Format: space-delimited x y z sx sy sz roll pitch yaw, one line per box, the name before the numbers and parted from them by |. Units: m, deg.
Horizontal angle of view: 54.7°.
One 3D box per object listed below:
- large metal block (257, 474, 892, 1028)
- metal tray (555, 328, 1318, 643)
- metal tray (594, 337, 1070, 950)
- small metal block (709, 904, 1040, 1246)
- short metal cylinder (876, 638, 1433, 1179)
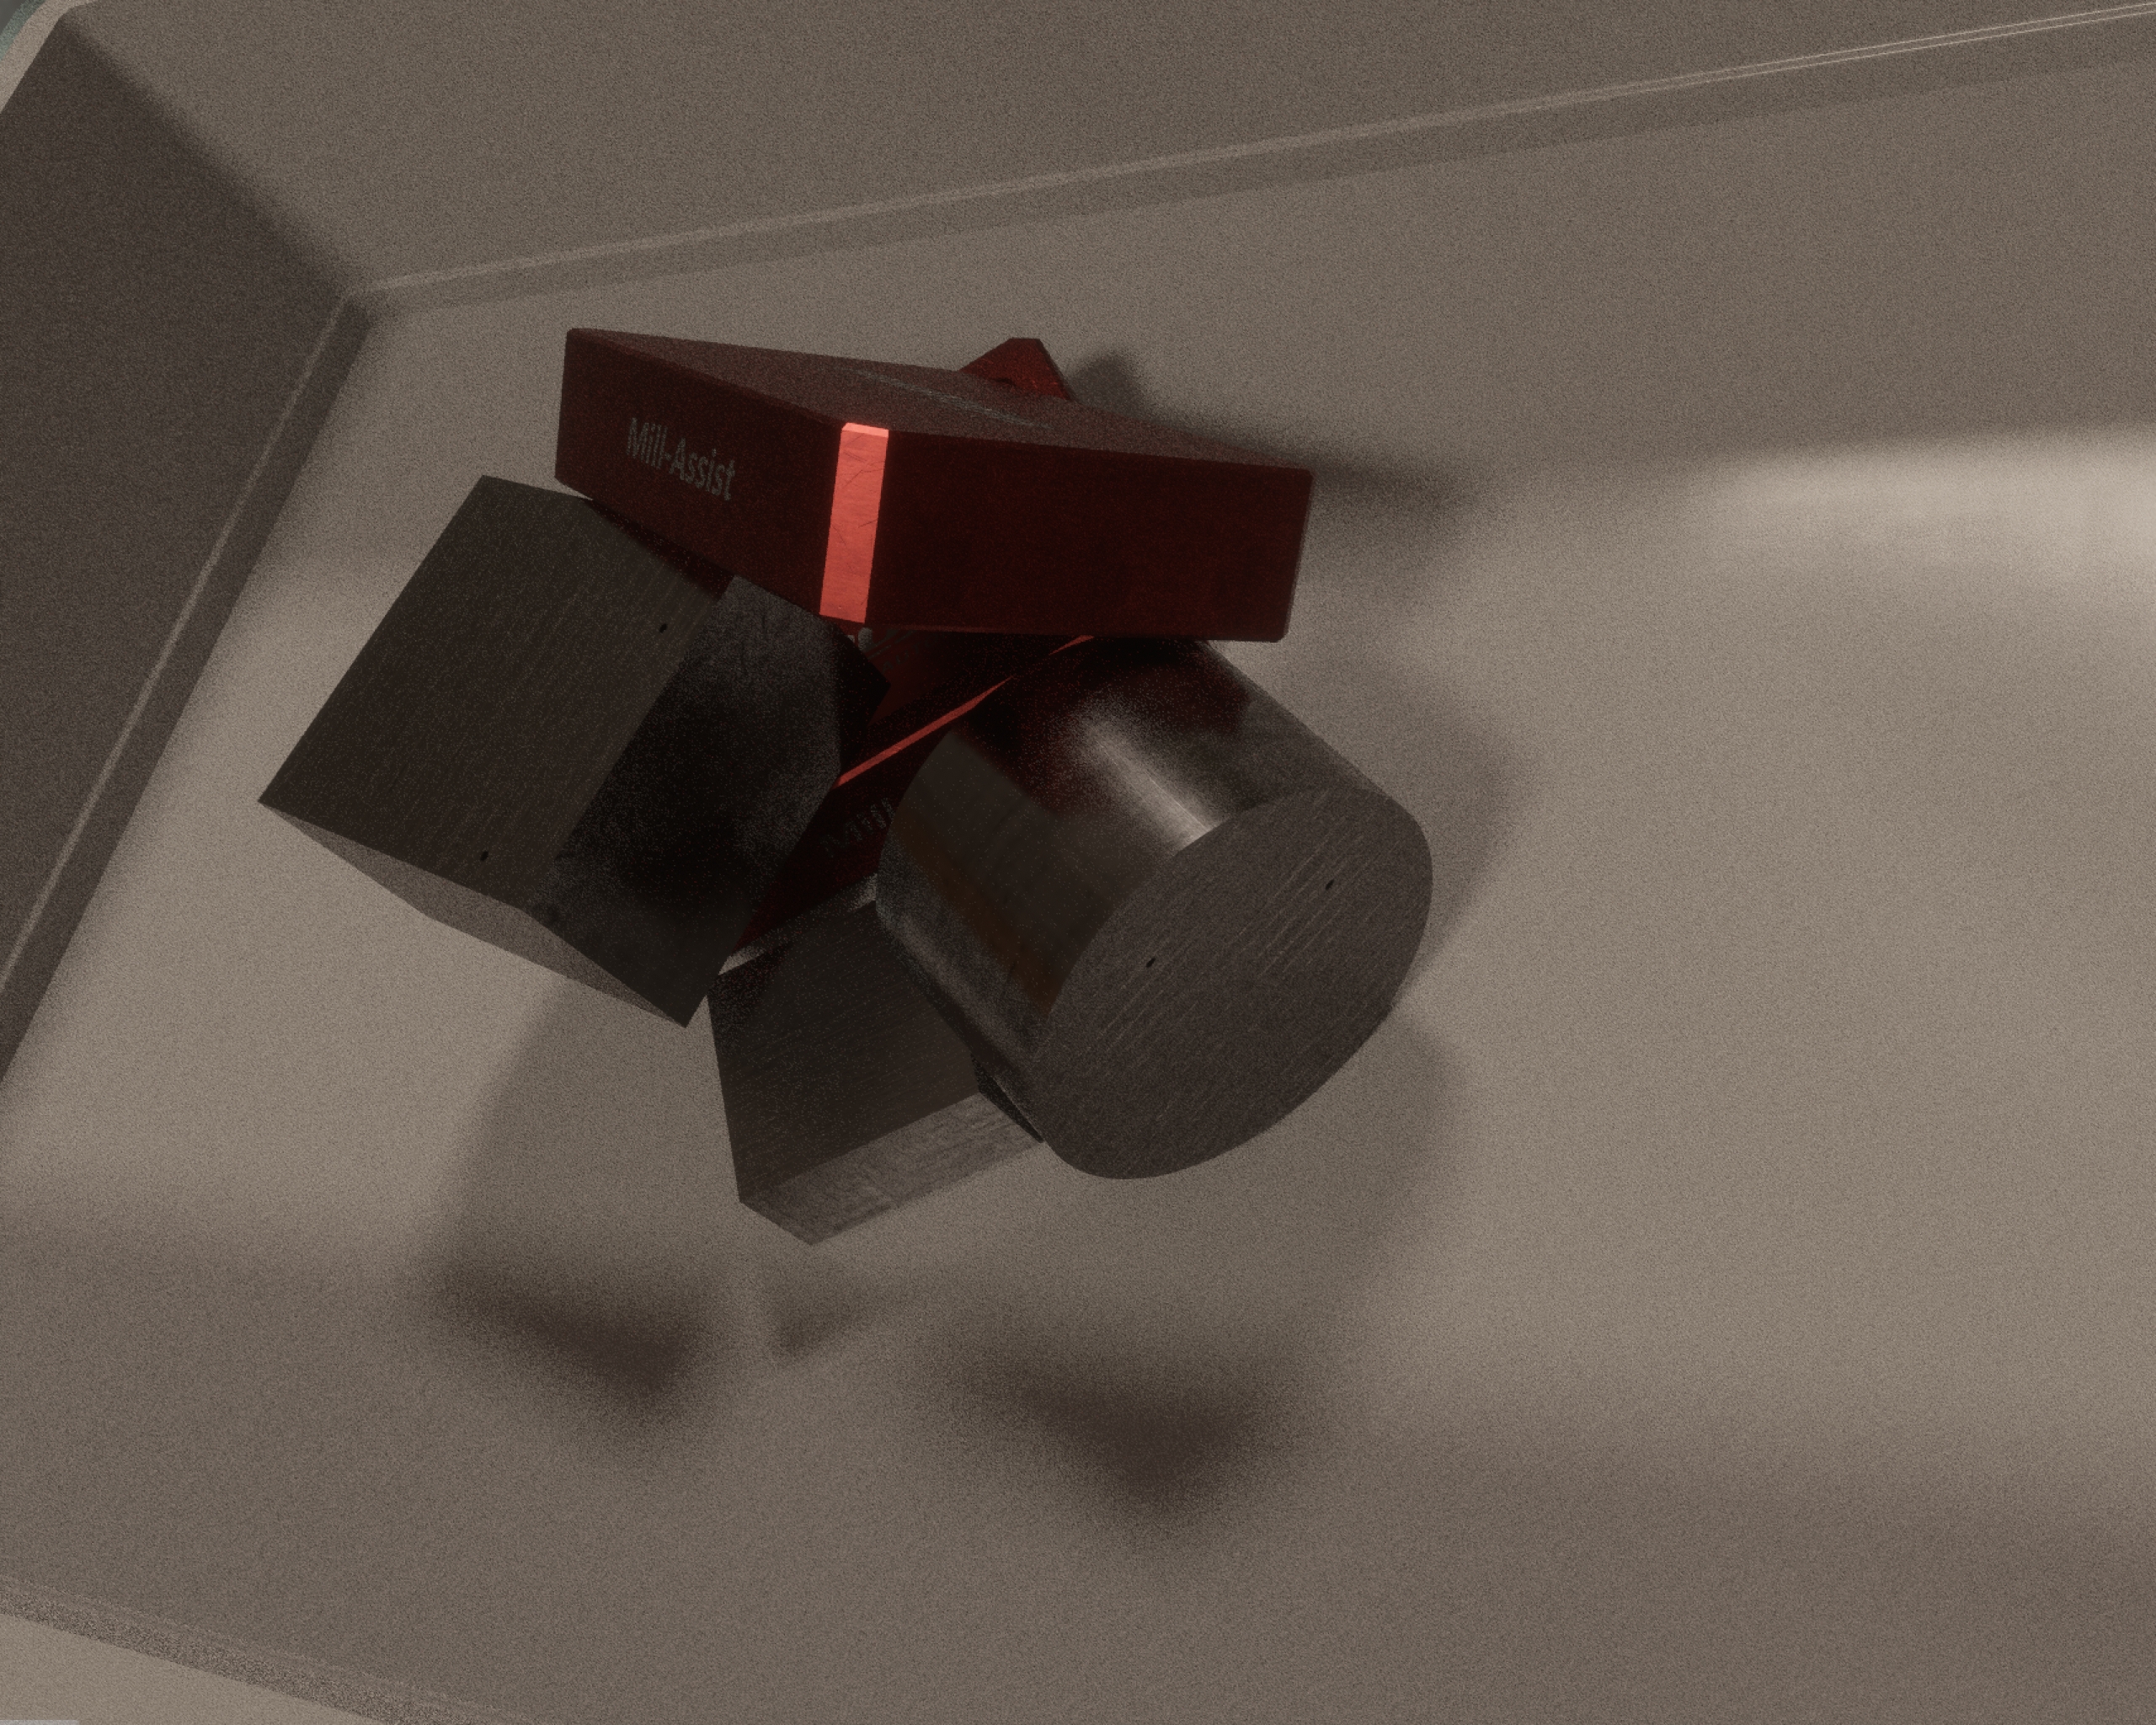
large metal block | -0.098 -0.024 0.411 0.080 0.050 0.080 18 71 34
metal tray | -0.031 -0.071 0.383 0.130 0.091 0.030 31 117 52
metal tray | -0.046 -0.047 0.451 0.130 0.030 0.090 -30 52 8
small metal block | -0.040 0.038 0.400 0.050 0.025 0.050 -26 53 12
short metal cylinder | 0.013 0.007 0.357 0.080 0.080 0.050 -43 51 -2
